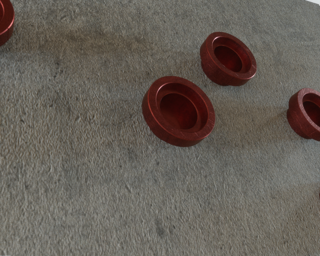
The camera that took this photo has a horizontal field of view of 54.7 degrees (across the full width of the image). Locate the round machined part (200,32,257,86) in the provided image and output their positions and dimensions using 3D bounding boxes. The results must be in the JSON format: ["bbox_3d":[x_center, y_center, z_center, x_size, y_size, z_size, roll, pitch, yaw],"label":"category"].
[{"bbox_3d":[0.109,-0.109,0.518,0.099,0.042,0.098,14,56,-21],"label":"round machined part"}]

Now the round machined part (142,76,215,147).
[{"bbox_3d":[0.021,-0.018,0.415,0.099,0.042,0.098,14,56,-21],"label":"round machined part"}]

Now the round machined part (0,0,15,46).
[{"bbox_3d":[-0.219,-0.122,0.349,0.099,0.042,0.098,14,56,-21],"label":"round machined part"}]

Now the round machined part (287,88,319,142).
[{"bbox_3d":[0.265,-0.019,0.547,0.099,0.042,0.098,14,56,-21],"label":"round machined part"}]
